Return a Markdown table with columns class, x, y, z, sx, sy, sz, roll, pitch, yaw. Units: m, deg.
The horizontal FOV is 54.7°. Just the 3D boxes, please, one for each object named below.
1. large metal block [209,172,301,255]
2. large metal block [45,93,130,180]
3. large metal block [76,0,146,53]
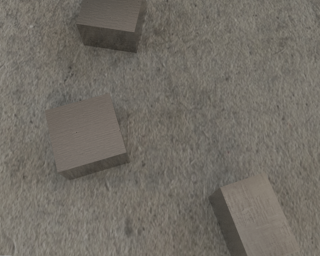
| class | x | y | z | sx | sy | sz | roll | pitch | yaw |
| --- | --- | --- | --- | --- | --- | --- | --- | --- | --- |
| large metal block | 0.098 | 0.102 | 0.343 | 0.050 | 0.080 | 0.080 | -17 | 71 | -6 |
| large metal block | -0.089 | 0.012 | 0.389 | 0.081 | 0.050 | 0.080 | -16 | 71 | -6 |
| large metal block | -0.067 | -0.163 | 0.454 | 0.080 | 0.050 | 0.080 | 9 | 70 | 3 |
